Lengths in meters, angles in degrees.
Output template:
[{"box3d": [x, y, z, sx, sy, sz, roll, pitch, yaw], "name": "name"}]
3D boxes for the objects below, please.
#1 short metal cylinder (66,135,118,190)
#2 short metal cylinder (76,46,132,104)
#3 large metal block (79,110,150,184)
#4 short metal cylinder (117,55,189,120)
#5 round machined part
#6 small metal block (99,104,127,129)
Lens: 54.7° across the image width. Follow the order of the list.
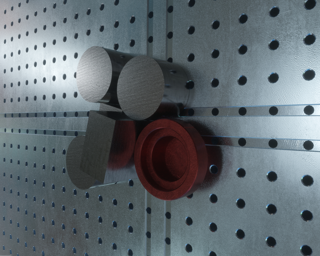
[{"box3d": [-0.099, 0.051, 0.475, 0.080, 0.050, 0.080, 0, 90, 40], "name": "short metal cylinder"}, {"box3d": [-0.079, -0.076, 0.458, 0.080, 0.050, 0.080, 0, 90, 40], "name": "short metal cylinder"}, {"box3d": [-0.053, 0.022, 0.413, 0.050, 0.081, 0.079, 20, 103, 38], "name": "large metal block"}, {"box3d": [-0.009, -0.050, 0.401, 0.080, 0.050, 0.080, 0, 90, 40], "name": "short metal cylinder"}, {"box3d": [0.018, 0.037, 0.384, 0.098, 0.042, 0.097, 0, 90, 40], "name": "round machined part"}, {"box3d": [-0.068, -0.008, 0.465, 0.050, 0.025, 0.050, 19, 102, 38], "name": "small metal block"}]
